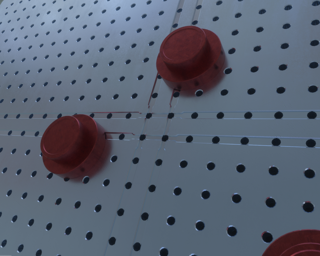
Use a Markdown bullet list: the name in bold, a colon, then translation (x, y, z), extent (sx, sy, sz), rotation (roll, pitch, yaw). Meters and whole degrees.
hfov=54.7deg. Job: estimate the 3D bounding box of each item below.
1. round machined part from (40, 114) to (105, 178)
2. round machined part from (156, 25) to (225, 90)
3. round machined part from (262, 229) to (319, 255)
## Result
- **round machined part**: translation (-0.133, 0.021, 0.452), extent (0.098, 0.042, 0.098), rotation (-13, 56, 20)
- **round machined part**: translation (0.039, -0.106, 0.441), extent (0.098, 0.042, 0.098), rotation (-13, 56, 20)
- **round machined part**: translation (0.127, 0.131, 0.250), extent (0.098, 0.042, 0.098), rotation (-13, 56, 20)
